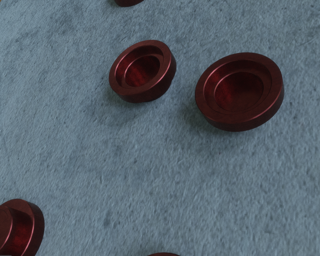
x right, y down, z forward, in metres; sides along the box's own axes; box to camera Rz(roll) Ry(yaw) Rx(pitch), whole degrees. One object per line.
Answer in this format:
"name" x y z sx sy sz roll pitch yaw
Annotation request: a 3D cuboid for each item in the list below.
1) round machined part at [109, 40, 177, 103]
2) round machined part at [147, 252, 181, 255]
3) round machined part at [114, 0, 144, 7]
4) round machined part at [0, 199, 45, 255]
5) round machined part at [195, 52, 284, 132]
"round machined part" -0.021 -0.077 0.450 0.098 0.042 0.098 -13 56 20
"round machined part" 0.009 0.169 0.284 0.098 0.042 0.098 -13 56 20
"round machined part" -0.055 -0.284 0.594 0.098 0.042 0.098 -13 56 20
"round machined part" -0.208 0.142 0.413 0.098 0.042 0.098 -13 56 20
"round machined part" 0.095 -0.038 0.366 0.098 0.042 0.098 -13 56 20
